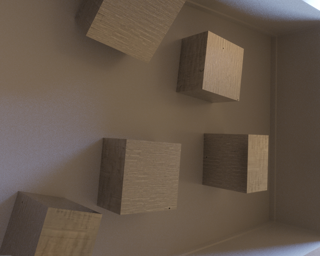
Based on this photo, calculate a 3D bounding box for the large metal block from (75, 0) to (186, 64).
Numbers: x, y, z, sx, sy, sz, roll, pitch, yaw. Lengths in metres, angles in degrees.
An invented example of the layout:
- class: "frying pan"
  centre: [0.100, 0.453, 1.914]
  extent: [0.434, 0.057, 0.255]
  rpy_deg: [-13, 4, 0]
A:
- class: "large metal block"
  centre: [-0.033, -0.129, 0.337]
  extent: [0.081, 0.050, 0.080]
  rpy_deg: [16, 116, -39]

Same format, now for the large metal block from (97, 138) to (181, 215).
- class: "large metal block"
  centre: [-0.024, 0.055, 0.370]
  extent: [0.081, 0.050, 0.080]
  rpy_deg: [7, 86, -40]

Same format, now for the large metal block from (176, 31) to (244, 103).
- class: "large metal block"
  centre: [0.074, -0.085, 0.452]
  extent: [0.081, 0.050, 0.080]
  rpy_deg: [11, 83, -40]

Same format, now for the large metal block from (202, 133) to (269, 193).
- class: "large metal block"
  centre: [0.112, 0.049, 0.464]
  extent: [0.050, 0.080, 0.080]
  rpy_deg: [3, 88, -40]

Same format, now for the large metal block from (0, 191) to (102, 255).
- class: "large metal block"
  centre: [-0.105, 0.108, 0.283]
  extent: [0.050, 0.080, 0.080]
  rpy_deg: [22, 77, -38]
